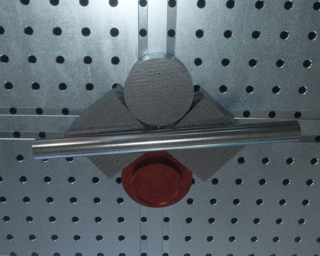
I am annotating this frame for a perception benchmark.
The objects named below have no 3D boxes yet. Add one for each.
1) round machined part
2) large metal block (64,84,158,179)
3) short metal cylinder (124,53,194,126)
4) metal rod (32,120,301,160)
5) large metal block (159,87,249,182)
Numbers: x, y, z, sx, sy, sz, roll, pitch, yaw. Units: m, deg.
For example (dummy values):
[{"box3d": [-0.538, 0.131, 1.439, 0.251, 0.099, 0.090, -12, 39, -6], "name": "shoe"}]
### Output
[{"box3d": [-0.004, 0.070, 0.426, 0.099, 0.042, 0.097, 0, 110, 0], "name": "round machined part"}, {"box3d": [-0.059, 0.004, 0.397, 0.080, 0.050, 0.080, -38, 108, 12], "name": "large metal block"}, {"box3d": [-0.001, -0.049, 0.378, 0.081, 0.050, 0.079, 0, 110, 0], "name": "short metal cylinder"}, {"box3d": [0.006, 0.014, 0.359, 0.302, 0.025, 0.025, -4, 110, 2], "name": "metal rod"}, {"box3d": [0.054, 0.008, 0.397, 0.080, 0.050, 0.080, 40, 106, -14], "name": "large metal block"}]
